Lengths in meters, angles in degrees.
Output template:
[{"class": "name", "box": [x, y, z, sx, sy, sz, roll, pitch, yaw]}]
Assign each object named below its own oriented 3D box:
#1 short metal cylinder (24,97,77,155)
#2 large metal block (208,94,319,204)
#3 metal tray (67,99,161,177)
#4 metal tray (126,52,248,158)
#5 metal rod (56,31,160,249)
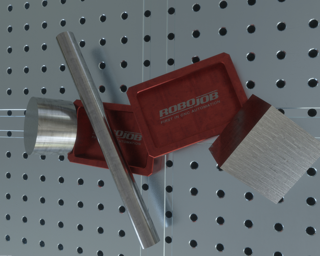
[{"class": "short metal cylinder", "box": [-0.155, -0.001, 0.435, 0.080, 0.050, 0.080, -8, 80, 54]}, {"class": "large metal block", "box": [0.115, 0.022, 0.340, 0.080, 0.050, 0.080, 33, 103, -15]}, {"class": "metal tray", "box": [-0.062, 0.011, 0.431, 0.130, 0.030, 0.089, 7, 92, 19]}, {"class": "metal tray", "box": [0.036, -0.026, 0.377, 0.131, 0.030, 0.090, -20, 83, 2]}, {"class": "metal rod", "box": [-0.071, 0.009, 0.406, 0.025, 0.025, 0.299, -27, 81, 18]}]
